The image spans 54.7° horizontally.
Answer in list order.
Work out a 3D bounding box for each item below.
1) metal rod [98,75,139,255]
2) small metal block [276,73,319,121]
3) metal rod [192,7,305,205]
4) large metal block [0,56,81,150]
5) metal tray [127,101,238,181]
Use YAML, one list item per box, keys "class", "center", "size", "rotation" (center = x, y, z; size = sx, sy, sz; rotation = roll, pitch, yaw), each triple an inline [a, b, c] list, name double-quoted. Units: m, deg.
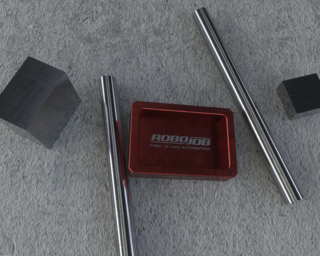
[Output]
- class: "metal rod"
  center: [-0.049, 0.072, 0.381]
  size: [0.025, 0.025, 0.299]
  rotation: [-9, 70, -4]
- class: "small metal block"
  center: [0.197, -0.043, 0.426]
  size: [0.050, 0.025, 0.050]
  rotation: [-14, 71, -6]
- class: "metal rod"
  center: [0.113, -0.043, 0.425]
  size: [0.025, 0.025, 0.299]
  rotation: [-19, 71, -7]
- class: "large metal block"
  center: [-0.150, -0.028, 0.387]
  size: [0.050, 0.080, 0.080]
  rotation: [24, 72, 8]
- class: "metal tray"
  center: [0.027, 0.017, 0.388]
  size: [0.131, 0.030, 0.090]
  rotation: [4, 70, -9]
